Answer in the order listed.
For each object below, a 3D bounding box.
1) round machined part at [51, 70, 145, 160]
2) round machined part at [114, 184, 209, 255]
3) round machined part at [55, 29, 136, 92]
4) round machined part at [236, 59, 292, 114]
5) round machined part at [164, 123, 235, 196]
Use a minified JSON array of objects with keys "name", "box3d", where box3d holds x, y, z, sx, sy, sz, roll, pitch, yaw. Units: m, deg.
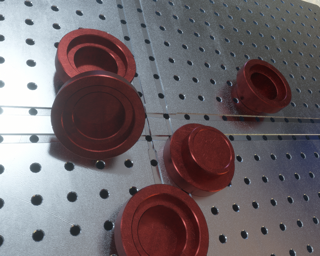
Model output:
[{"name":"round machined part","box3d":[-0.068,-0.017,0.347,0.099,0.097,0.042,18,19,-18]},{"name":"round machined part","box3d":[-0.001,0.113,0.327,0.099,0.042,0.098,14,56,-21]},{"name":"round machined part","box3d":[-0.084,-0.076,0.398,0.099,0.042,0.098,13,56,-21]},{"name":"round machined part","box3d":[0.171,-0.066,0.528,0.099,0.042,0.098,13,56,-21]},{"name":"round machined part","box3d":[0.058,0.036,0.406,0.099,0.042,0.098,13,56,-21]}]
